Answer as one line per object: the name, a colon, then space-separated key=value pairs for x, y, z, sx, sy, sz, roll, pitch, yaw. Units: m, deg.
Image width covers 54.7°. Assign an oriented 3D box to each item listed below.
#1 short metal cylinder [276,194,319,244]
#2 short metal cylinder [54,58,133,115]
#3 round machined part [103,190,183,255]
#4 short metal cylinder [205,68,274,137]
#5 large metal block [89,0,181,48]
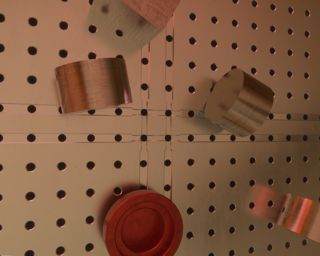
short metal cylinder: x=0.223 y=0.139 z=0.466 sx=0.080 sy=0.080 sz=0.050 roll=28 pitch=81 yaw=-18
short metal cylinder: x=-0.075 y=-0.047 z=0.356 sx=0.081 sy=0.080 sz=0.050 roll=-11 pitch=94 yaw=-20
round machined part: x=-0.024 y=0.127 z=0.395 sx=0.099 sy=0.042 sz=0.097 roll=0 pitch=90 yaw=-20
short metal cylinder: x=0.106 y=-0.034 z=0.422 sx=0.050 sy=0.080 sz=0.080 roll=27 pitch=81 yaw=-18
large metal block: x=-0.032 y=-0.149 z=0.371 sx=0.080 sy=0.080 sz=0.050 roll=32 pitch=80 yaw=-17
